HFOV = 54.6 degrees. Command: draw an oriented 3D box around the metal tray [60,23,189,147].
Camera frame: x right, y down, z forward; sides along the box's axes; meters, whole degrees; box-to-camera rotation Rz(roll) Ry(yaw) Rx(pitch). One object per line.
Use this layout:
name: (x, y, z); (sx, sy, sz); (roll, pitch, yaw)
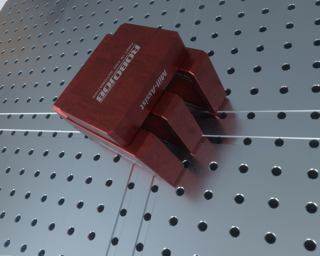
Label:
metal tray: (-0.040, -0.053, 0.343); (0.090, 0.030, 0.130); (23, 74, 36)

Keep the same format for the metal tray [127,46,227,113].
metal tray: (0.013, -0.070, 0.402); (0.130, 0.090, 0.030); (23, 75, 36)

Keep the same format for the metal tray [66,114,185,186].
metal tray: (-0.043, 0.017, 0.379); (0.130, 0.090, 0.030); (23, 75, 36)

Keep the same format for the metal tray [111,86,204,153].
metal tray: (-0.018, -0.021, 0.389); (0.130, 0.090, 0.030); (22, 73, 35)

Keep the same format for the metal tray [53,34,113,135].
metal tray: (-0.087, -0.057, 0.445); (0.030, 0.090, 0.130); (29, 76, 15)
